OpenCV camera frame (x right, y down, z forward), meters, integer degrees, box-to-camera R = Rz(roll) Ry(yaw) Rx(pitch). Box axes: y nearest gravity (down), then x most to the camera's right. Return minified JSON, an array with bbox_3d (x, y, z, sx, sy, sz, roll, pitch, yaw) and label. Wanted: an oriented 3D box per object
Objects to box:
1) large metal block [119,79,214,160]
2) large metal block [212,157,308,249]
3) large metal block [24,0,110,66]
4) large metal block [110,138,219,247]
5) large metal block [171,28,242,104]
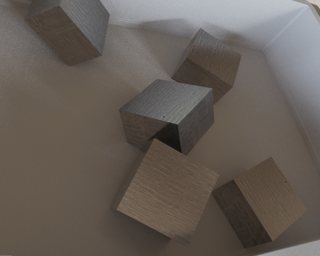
[{"bbox_3d":[0.011,-0.014,0.379,0.080,0.050,0.080,15,42,31],"label":"large metal block"},{"bbox_3d":[0.127,0.094,0.400,0.081,0.050,0.080,-20,73,-36],"label":"large metal block"},{"bbox_3d":[-0.111,-0.139,0.389,0.080,0.050,0.080,49,35,-50],"label":"large metal block"},{"bbox_3d":[0.004,0.068,0.334,0.080,0.050,0.080,31,72,-9],"label":"large metal block"},{"bbox_3d":[0.075,-0.097,0.489,0.080,0.050,0.080,31,52,-9],"label":"large metal block"}]
